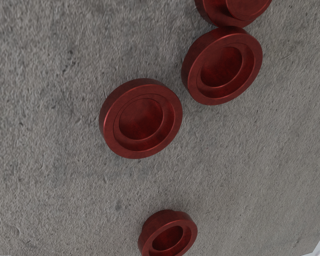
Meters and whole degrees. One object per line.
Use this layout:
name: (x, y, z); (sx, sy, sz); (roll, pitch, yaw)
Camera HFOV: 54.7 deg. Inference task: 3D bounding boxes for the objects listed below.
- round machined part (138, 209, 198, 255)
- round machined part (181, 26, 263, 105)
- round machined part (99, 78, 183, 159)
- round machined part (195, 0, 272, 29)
round machined part: (0.009, 0.173, 0.508); (0.099, 0.042, 0.097); (-14, 124, -21)
round machined part: (0.070, -0.078, 0.377); (0.099, 0.042, 0.097); (-15, 136, -15)
round machined part: (-0.026, -0.015, 0.373); (0.099, 0.042, 0.097); (-14, 124, -21)
round machined part: (0.090, -0.159, 0.347); (0.099, 0.042, 0.097); (-14, 124, -21)
